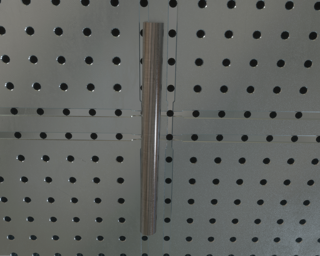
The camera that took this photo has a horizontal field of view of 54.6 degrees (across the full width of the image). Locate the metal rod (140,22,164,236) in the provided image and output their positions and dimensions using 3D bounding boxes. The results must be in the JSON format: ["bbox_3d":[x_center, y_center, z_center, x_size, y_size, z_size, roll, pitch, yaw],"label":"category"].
[{"bbox_3d":[-0.013,0.015,0.418,0.025,0.025,0.298,2,110,-1],"label":"metal rod"}]
